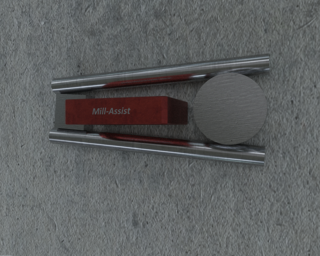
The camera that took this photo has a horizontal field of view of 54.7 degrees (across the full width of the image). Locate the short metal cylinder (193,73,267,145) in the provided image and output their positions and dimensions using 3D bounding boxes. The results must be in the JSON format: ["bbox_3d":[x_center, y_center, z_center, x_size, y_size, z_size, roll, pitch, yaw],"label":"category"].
[{"bbox_3d":[0.085,-0.021,0.366,0.080,0.050,0.079,0,90,20],"label":"short metal cylinder"}]

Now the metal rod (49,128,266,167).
[{"bbox_3d":[-0.017,0.022,0.416,0.301,0.025,0.025,5,92,19],"label":"metal rod"}]

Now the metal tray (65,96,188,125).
[{"bbox_3d":[-0.039,-0.019,0.388,0.130,0.090,0.030,0,90,20],"label":"metal tray"}]

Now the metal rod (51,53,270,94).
[{"bbox_3d":[-0.013,-0.069,0.415,0.301,0.025,0.025,-3,89,19],"label":"metal rod"}]

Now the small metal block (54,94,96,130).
[{"bbox_3d":[-0.125,-0.023,0.455,0.050,0.025,0.050,5,92,19],"label":"small metal block"}]
